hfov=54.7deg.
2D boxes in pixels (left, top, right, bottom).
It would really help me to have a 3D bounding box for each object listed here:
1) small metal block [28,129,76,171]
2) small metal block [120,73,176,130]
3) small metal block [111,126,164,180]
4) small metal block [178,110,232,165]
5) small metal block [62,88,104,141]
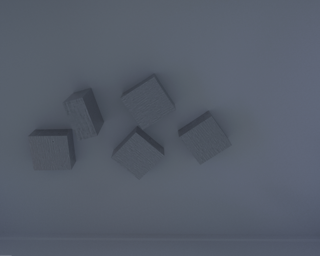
[{"bbox_3d":[-0.145,0.029,0.420,0.050,0.025,0.050,-1,110,0],"label":"small metal block"},{"bbox_3d":[-0.015,-0.034,0.399,0.050,0.025,0.050,-31,108,10],"label":"small metal block"},{"bbox_3d":[-0.030,0.034,0.424,0.050,0.025,0.050,41,105,-14],"label":"small metal block"},{"bbox_3d":[0.060,0.013,0.417,0.050,0.025,0.050,-34,107,11],"label":"small metal block"},{"bbox_3d":[-0.095,-0.018,0.390,0.025,0.050,0.050,-15,110,5],"label":"small metal block"}]
